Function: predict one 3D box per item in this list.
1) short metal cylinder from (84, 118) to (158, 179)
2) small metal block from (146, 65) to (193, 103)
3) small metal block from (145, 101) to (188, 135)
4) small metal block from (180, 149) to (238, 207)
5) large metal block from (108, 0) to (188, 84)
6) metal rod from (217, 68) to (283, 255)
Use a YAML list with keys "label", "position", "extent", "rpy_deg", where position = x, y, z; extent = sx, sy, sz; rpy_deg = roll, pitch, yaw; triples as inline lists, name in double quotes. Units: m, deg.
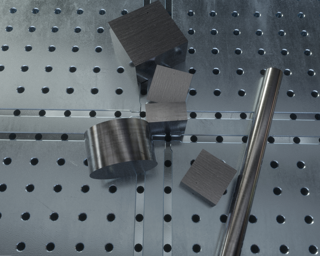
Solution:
- label: "short metal cylinder"
  position: [-0.047, 0.027, 0.372]
  extent: [0.081, 0.080, 0.050]
  rpy_deg: [-11, 71, -4]
- label: "small metal block"
  position: [0.014, -0.054, 0.426]
  extent: [0.050, 0.025, 0.050]
  rpy_deg: [16, 85, 5]
- label: "small metal block"
  position: [0.008, -0.011, 0.403]
  extent: [0.050, 0.050, 0.025]
  rpy_deg: [-4, 70, -2]
- label: "small metal block"
  position: [0.060, 0.063, 0.390]
  extent: [0.050, 0.025, 0.050]
  rpy_deg: [33, 73, 11]
- label: "large metal block"
  position: [-0.017, -0.122, 0.443]
  extent: [0.080, 0.050, 0.080]
  rpy_deg: [-28, 73, -10]
- label: "metal rod"
  position: [0.114, 0.054, 0.393]
  extent: [0.025, 0.025, 0.299]
  rpy_deg: [18, 71, 6]
